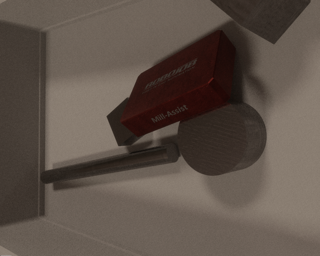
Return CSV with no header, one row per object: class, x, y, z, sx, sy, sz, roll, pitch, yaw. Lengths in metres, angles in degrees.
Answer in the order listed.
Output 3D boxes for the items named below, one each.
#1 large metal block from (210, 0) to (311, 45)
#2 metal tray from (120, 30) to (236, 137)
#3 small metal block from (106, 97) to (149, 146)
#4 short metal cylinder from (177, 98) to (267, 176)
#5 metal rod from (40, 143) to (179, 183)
large metal block,0.085,-0.133,0.300,0.080,0.081,0.050,52,120,27
metal tray,0.019,-0.048,0.354,0.130,0.030,0.090,-21,38,37
small metal block,-0.044,-0.008,0.441,0.050,0.025,0.050,-37,68,33
short metal cylinder,0.066,0.009,0.335,0.080,0.050,0.079,0,90,39
metal rod,-0.097,0.061,0.484,0.300,0.025,0.025,-15,81,38
